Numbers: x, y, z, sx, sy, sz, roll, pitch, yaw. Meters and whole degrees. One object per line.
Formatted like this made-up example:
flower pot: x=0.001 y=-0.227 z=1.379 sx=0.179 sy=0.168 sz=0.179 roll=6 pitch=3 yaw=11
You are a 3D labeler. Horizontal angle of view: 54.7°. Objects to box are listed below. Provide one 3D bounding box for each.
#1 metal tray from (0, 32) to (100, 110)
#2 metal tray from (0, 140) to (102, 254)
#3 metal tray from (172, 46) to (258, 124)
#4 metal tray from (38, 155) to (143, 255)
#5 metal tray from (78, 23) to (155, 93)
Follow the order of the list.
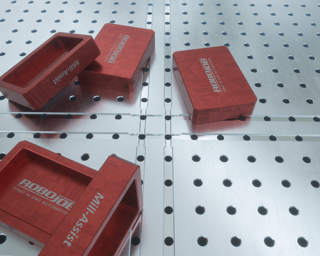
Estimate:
metal tray: x=-0.161 y=-0.088 z=0.448 sx=0.090 sy=0.030 sz=0.130 roll=18 pitch=57 yaw=37
metal tray: x=-0.126 y=0.074 z=0.340 sx=0.130 sy=0.030 sz=0.090 roll=20 pitch=53 yaw=15
metal tray: x=0.076 y=-0.069 z=0.463 sx=0.091 sy=0.030 sz=0.130 roll=-9 pitch=51 yaw=-8
metal tray: x=-0.060 y=0.100 z=0.280 sx=0.030 sy=0.089 sz=0.130 roll=20 pitch=53 yaw=16
metal tray: x=-0.068 y=-0.118 z=0.502 sx=0.090 sy=0.030 sz=0.130 roll=12 pitch=51 yaw=9
